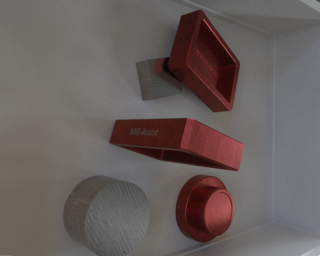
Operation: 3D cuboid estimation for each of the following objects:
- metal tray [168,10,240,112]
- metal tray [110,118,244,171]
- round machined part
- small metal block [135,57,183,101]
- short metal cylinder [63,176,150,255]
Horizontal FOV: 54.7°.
[{"bbox_3d":[0.069,-0.090,0.443,0.130,0.030,0.090,36,61,-44],"label":"metal tray"},{"bbox_3d":[0.015,0.018,0.353,0.090,0.130,0.030,23,75,-38],"label":"metal tray"},{"bbox_3d":[0.073,0.121,0.460,0.099,0.042,0.097,0,90,-40],"label":"round machined part"},{"bbox_3d":[0.000,-0.066,0.408,0.050,0.025,0.050,-18,102,-39],"label":"small metal block"},{"bbox_3d":[-0.058,0.096,0.343,0.081,0.050,0.079,0,90,-40],"label":"short metal cylinder"}]
